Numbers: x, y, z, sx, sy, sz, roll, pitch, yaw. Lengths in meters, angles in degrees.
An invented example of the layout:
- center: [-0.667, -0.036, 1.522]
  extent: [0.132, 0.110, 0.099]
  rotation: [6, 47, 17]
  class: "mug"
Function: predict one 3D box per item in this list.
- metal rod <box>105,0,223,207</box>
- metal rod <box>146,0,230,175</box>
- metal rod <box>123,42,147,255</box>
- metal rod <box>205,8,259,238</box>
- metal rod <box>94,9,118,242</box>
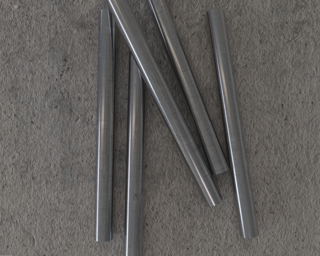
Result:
- center: [0.006, -0.035, 0.392]
  extent: [0.025, 0.025, 0.299]
  rotation: [-26, 97, 0]
  class: "metal rod"
- center: [0.027, -0.082, 0.409]
  extent: [0.025, 0.025, 0.299]
  rotation: [-21, 90, 0]
  class: "metal rod"
- center: [-0.032, 0.039, 0.409]
  extent: [0.025, 0.025, 0.298]
  rotation: [2, 90, 0]
  class: "metal rod"
- center: [0.095, -0.006, 0.410]
  extent: [0.025, 0.025, 0.298]
  rotation: [-9, 90, 0]
  class: "metal rod"
- center: [-0.071, -0.003, 0.409]
  extent: [0.025, 0.025, 0.298]
  rotation: [1, 90, 0]
  class: "metal rod"
